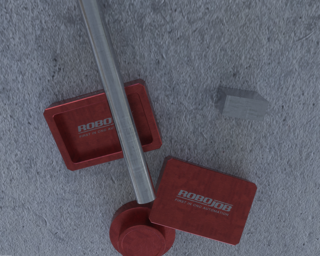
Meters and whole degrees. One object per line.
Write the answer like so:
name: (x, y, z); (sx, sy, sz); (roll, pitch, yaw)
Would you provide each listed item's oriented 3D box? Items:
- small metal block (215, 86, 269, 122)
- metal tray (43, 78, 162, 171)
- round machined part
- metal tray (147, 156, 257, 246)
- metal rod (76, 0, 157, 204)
small metal block: (0.100, -0.031, 0.386); (0.050, 0.050, 0.025); (9, 110, -4)
metal tray: (-0.071, -0.003, 0.404); (0.131, 0.030, 0.089); (-15, 110, 5)
round machined part: (-0.026, 0.160, 0.459); (0.099, 0.042, 0.097); (0, 110, -1)
metal tray: (0.058, 0.100, 0.430); (0.131, 0.030, 0.090); (18, 90, -7)
metal rod: (-0.056, -0.055, 0.358); (0.025, 0.025, 0.298); (-15, 98, 5)
